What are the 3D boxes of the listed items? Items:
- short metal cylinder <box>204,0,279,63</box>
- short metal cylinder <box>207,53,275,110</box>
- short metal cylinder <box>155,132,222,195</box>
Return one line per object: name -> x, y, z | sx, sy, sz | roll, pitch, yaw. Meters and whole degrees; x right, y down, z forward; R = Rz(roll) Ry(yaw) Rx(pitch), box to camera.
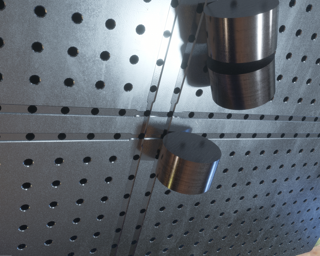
short metal cylinder -> 0.093, -0.115, 0.355 | 0.081, 0.080, 0.050 | -23, 127, -15
short metal cylinder -> 0.103, -0.066, 0.390 | 0.080, 0.080, 0.050 | -26, 128, -12
short metal cylinder -> 0.038, 0.046, 0.425 | 0.081, 0.080, 0.050 | -1, 119, -28
